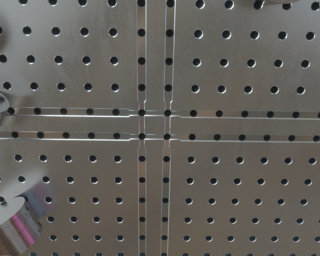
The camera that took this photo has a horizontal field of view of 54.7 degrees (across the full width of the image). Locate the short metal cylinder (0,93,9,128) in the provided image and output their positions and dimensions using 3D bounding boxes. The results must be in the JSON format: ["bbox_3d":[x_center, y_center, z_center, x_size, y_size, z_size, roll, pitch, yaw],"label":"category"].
[{"bbox_3d":[-0.233,-0.020,0.374,0.080,0.080,0.050,28,108,-10],"label":"short metal cylinder"}]

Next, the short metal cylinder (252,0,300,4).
[{"bbox_3d":[0.131,-0.177,0.337,0.081,0.050,0.079,0,110,-1],"label":"short metal cylinder"}]

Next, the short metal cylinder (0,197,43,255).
[{"bbox_3d":[-0.215,0.142,0.433,0.080,0.080,0.050,-21,109,7],"label":"short metal cylinder"}]
